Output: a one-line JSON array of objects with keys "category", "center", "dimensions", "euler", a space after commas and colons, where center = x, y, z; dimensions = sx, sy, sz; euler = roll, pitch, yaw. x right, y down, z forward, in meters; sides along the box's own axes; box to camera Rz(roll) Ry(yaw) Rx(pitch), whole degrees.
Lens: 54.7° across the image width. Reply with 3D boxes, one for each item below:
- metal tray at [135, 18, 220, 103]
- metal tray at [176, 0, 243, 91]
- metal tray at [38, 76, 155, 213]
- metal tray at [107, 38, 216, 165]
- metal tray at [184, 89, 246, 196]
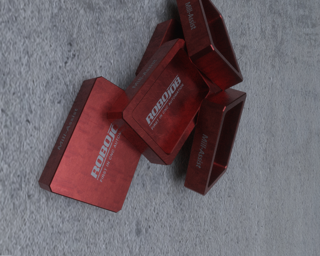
[{"category": "metal tray", "center": [0.036, -0.076, 0.435], "dimensions": [0.130, 0.030, 0.090], "euler": [34, 69, -35]}, {"category": "metal tray", "center": [0.065, -0.125, 0.415], "dimensions": [0.090, 0.030, 0.130], "euler": [29, 44, -47]}, {"category": "metal tray", "center": [-0.065, 0.019, 0.349], "dimensions": [0.090, 0.030, 0.130], "euler": [31, 71, -36]}, {"category": "metal tray", "center": [0.008, -0.032, 0.373], "dimensions": [0.090, 0.030, 0.130], "euler": [49, 61, -29]}, {"category": "metal tray", "center": [0.076, 0.017, 0.425], "dimensions": [0.091, 0.030, 0.129], "euler": [-29, 133, -53]}]
